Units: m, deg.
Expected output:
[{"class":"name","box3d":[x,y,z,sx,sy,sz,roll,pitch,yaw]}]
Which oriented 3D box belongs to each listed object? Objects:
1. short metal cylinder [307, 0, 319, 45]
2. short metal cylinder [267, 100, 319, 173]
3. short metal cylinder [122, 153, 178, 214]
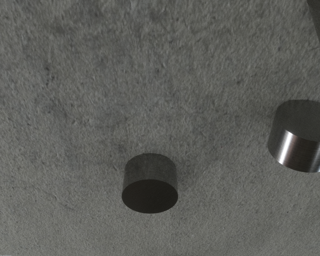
[{"class":"short metal cylinder","box3d":[0.183,-0.110,0.280,0.080,0.080,0.050,-25,126,19]},{"class":"short metal cylinder","box3d":[0.179,0.008,0.381,0.081,0.080,0.050,-1,130,0]},{"class":"short metal cylinder","box3d":[-0.014,0.083,0.462,0.081,0.050,0.079,0,130,0]}]
